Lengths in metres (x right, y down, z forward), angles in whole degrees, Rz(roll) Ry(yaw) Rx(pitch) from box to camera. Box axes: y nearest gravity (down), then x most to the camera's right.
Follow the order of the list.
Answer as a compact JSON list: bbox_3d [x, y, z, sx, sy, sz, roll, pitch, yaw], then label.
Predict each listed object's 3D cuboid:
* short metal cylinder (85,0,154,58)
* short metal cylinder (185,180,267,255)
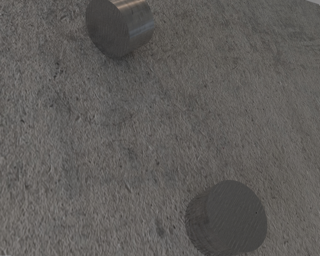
[{"bbox_3d":[-0.055,-0.143,0.426,0.080,0.080,0.050,47,51,4],"label":"short metal cylinder"},{"bbox_3d":[0.076,0.107,0.363,0.081,0.050,0.080,14,56,-21],"label":"short metal cylinder"}]
